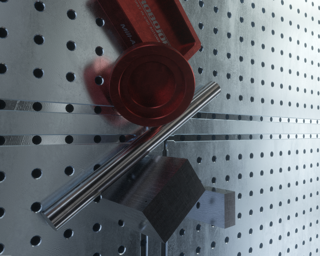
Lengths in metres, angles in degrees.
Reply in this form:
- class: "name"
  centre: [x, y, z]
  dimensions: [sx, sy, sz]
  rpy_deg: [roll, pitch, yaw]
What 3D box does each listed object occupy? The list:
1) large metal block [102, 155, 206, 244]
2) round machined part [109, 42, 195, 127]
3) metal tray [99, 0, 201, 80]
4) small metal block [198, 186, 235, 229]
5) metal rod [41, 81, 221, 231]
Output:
- class: "large metal block"
  centre: [-0.008, 0.079, 0.369]
  dimensions: [0.080, 0.080, 0.050]
  rpy_deg: [-45, 118, -31]
- class: "round machined part"
  centre: [-0.011, -0.054, 0.370]
  dimensions: [0.099, 0.042, 0.097]
  rpy_deg: [-3, 115, -7]
- class: "metal tray"
  centre: [-0.007, -0.136, 0.401]
  dimensions: [0.090, 0.030, 0.130]
  rpy_deg: [-49, 119, -29]
- class: "small metal block"
  centre: [0.085, 0.118, 0.467]
  dimensions: [0.025, 0.050, 0.050]
  rpy_deg: [-1, 91, -40]
- class: "metal rod"
  centre: [-0.015, 0.017, 0.398]
  dimensions: [0.302, 0.025, 0.025]
  rpy_deg: [-39, 114, -33]
